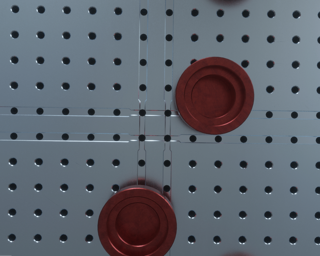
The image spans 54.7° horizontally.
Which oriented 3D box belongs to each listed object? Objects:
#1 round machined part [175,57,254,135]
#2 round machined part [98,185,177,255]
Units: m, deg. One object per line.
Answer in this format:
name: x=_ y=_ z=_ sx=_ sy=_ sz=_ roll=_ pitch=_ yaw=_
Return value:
round machined part: x=0.068 y=-0.040 z=0.406 sx=0.099 sy=0.042 sz=0.097 roll=0 pitch=90 yaw=-1
round machined part: x=-0.028 y=0.123 z=0.405 sx=0.099 sy=0.042 sz=0.097 roll=0 pitch=90 yaw=-1
